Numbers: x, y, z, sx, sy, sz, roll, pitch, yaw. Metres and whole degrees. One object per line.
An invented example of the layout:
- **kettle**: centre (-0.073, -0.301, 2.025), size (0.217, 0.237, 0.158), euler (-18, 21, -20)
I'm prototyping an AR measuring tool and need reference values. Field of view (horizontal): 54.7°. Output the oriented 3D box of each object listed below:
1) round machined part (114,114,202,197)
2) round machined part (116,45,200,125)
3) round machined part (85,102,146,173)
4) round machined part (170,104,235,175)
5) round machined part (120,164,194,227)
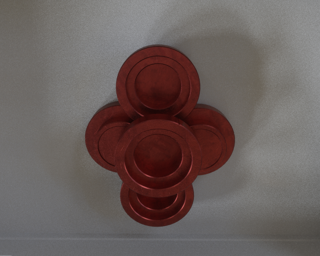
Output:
- **round machined part**: centre (-0.002, 0.029, 0.366), size (0.099, 0.042, 0.097), euler (0, 110, -1)
- **round machined part**: centre (-0.002, -0.053, 0.380), size (0.099, 0.042, 0.097), euler (0, 110, -1)
- **round machined part**: centre (-0.049, 0.017, 0.406), size (0.099, 0.042, 0.097), euler (0, 110, -1)
- **round machined part**: centre (0.050, 0.020, 0.408), size (0.099, 0.042, 0.097), euler (0, 110, -1)
- **round machined part**: centre (-0.004, 0.085, 0.431), size (0.099, 0.042, 0.097), euler (0, 110, -1)
